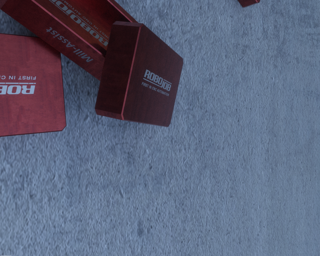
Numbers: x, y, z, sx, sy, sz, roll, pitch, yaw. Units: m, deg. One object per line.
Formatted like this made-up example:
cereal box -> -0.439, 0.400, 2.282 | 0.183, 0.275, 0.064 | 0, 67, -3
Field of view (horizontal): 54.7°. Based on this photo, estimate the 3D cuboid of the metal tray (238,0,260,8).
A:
metal tray -> 0.152, -0.286, 0.528 | 0.090, 0.030, 0.130 | 37, 67, -34

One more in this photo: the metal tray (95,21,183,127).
metal tray -> -0.015, -0.051, 0.341 | 0.130, 0.030, 0.089 | 8, 94, -69

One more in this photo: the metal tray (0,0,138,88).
metal tray -> -0.079, -0.111, 0.311 | 0.130, 0.030, 0.090 | 36, 43, -34

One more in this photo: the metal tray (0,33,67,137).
metal tray -> -0.154, -0.036, 0.272 | 0.131, 0.030, 0.089 | -6, 94, -40
